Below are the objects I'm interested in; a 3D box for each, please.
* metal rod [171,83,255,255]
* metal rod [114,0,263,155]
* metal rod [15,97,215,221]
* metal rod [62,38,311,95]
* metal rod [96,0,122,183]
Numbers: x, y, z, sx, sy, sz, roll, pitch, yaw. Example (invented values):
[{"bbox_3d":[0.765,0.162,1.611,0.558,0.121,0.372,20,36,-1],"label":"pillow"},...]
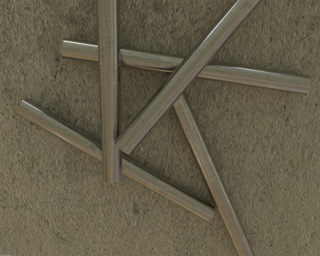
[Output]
[{"bbox_3d":[0.076,0.075,0.437,0.025,0.025,0.299,-23,109,8],"label":"metal rod"},{"bbox_3d":[0.052,-0.089,0.353,0.025,0.025,0.299,39,96,-13],"label":"metal rod"},{"bbox_3d":[-0.052,0.048,0.426,0.301,0.025,0.025,32,107,-11],"label":"metal rod"},{"bbox_3d":[0.035,-0.075,0.382,0.302,0.025,0.025,8,110,-3],"label":"metal rod"},{"bbox_3d":[-0.058,-0.075,0.353,0.025,0.025,0.298,1,110,-1],"label":"metal rod"}]
